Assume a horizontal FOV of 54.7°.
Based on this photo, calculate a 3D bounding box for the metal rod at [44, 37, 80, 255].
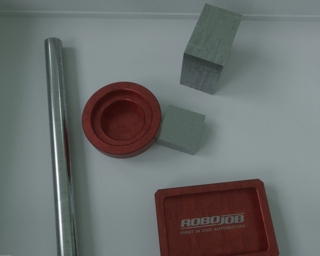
[{"bbox_3d":[-0.130,0.013,0.403,0.025,0.025,0.299,-9,70,-4],"label":"metal rod"}]

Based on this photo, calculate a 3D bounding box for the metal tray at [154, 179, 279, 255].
[{"bbox_3d":[0.063,0.113,0.366,0.131,0.030,0.090,-6,70,-3],"label":"metal tray"}]

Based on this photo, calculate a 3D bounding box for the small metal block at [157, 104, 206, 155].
[{"bbox_3d":[0.028,0.003,0.409,0.050,0.025,0.050,17,71,6],"label":"small metal block"}]

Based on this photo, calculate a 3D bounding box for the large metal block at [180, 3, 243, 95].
[{"bbox_3d":[0.067,-0.103,0.419,0.050,0.080,0.080,21,71,7],"label":"large metal block"}]

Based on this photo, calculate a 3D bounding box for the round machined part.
[{"bbox_3d":[-0.046,-0.007,0.401,0.099,0.042,0.098,-1,69,3],"label":"round machined part"}]
